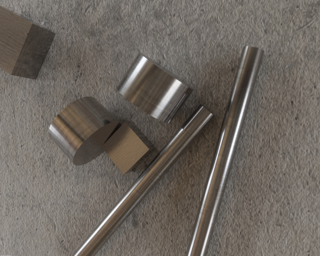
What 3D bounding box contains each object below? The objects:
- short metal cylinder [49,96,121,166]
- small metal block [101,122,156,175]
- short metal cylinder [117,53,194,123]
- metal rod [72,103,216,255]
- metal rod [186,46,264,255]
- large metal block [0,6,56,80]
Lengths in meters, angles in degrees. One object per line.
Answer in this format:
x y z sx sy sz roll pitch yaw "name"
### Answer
-0.099 0.004 0.415 0.050 0.080 0.080 44 104 14 "short metal cylinder"
-0.043 0.027 0.424 0.050 0.025 0.050 -45 76 14 "small metal block"
-0.005 -0.049 0.382 0.080 0.080 0.050 38 102 16 "short metal cylinder"
-0.033 0.090 0.420 0.025 0.025 0.299 43 103 15 "metal rod"
0.074 0.050 0.382 0.025 0.025 0.298 16 95 19 "metal rod"
-0.221 -0.131 0.474 0.080 0.050 0.080 30 100 17 "large metal block"
